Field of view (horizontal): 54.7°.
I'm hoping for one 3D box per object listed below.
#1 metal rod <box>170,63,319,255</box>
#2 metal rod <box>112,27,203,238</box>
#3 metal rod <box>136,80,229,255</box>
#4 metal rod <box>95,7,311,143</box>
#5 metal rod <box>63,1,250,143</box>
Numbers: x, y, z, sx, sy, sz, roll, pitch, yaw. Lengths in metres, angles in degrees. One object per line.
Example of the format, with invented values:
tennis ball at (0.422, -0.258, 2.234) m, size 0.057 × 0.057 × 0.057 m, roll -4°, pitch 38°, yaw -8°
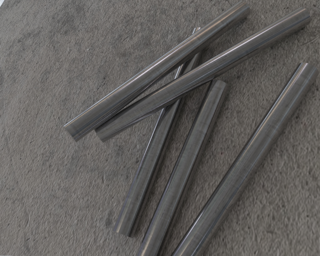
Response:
metal rod at (0.082, 0.052, 0.328) m, size 0.025 × 0.025 × 0.300 m, roll 28°, pitch 77°, yaw 37°
metal rod at (0.009, -0.009, 0.405) m, size 0.025 × 0.025 × 0.300 m, roll 8°, pitch 65°, yaw 32°
metal rod at (0.016, 0.074, 0.349) m, size 0.025 × 0.025 × 0.300 m, roll 12°, pitch 68°, yaw 33°
metal rod at (0.053, -0.068, 0.392) m, size 0.301 × 0.025 × 0.025 m, roll -30°, pitch 51°, yaw -1°
metal rod at (0.008, -0.083, 0.404) m, size 0.301 × 0.025 × 0.025 m, roll -38°, pitch 49°, yaw -17°
